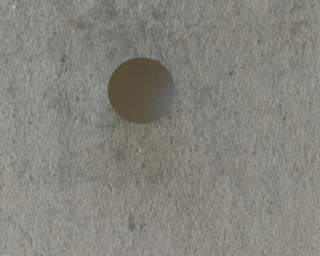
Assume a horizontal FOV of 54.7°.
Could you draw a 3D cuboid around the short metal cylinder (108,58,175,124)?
[{"bbox_3d":[-0.023,-0.045,0.397,0.081,0.050,0.079,0,90,-1],"label":"short metal cylinder"}]
